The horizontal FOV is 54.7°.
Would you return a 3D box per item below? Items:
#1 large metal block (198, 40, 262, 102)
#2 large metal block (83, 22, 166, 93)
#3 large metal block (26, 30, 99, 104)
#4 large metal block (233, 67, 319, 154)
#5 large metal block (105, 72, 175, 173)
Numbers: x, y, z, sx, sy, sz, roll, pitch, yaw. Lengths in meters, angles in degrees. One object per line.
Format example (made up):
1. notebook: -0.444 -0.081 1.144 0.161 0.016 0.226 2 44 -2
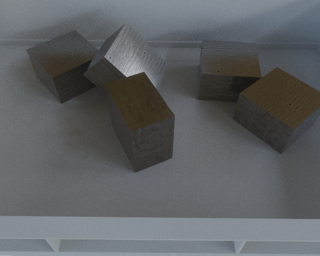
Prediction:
1. large metal block: 0.100 -0.085 0.462 0.080 0.050 0.080 4 50 3
2. large metal block: -0.046 -0.084 0.432 0.080 0.050 0.080 41 47 -25
3. large metal block: -0.138 -0.094 0.466 0.081 0.050 0.080 -33 58 -25
4. large metal block: 0.159 -0.026 0.413 0.080 0.050 0.080 -34 58 -25
5. large metal block: -0.024 -0.007 0.375 0.050 0.080 0.080 -20 53 -16
